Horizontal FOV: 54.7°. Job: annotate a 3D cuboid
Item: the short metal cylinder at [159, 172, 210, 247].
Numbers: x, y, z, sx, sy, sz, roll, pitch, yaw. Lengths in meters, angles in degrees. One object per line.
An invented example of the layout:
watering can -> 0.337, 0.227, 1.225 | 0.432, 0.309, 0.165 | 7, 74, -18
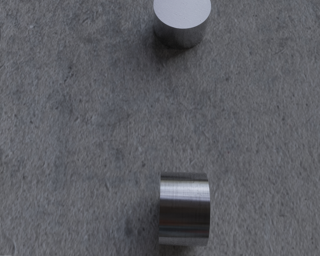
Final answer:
short metal cylinder -> 0.025, 0.090, 0.347 | 0.050, 0.080, 0.080 | 2, 70, 0

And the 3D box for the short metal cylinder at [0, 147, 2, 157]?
short metal cylinder -> -0.238, 0.017, 0.370 | 0.050, 0.080, 0.080 | -36, 74, -12

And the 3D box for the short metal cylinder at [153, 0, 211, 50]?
short metal cylinder -> 0.031, -0.163, 0.455 | 0.081, 0.050, 0.080 | 0, 70, 0
